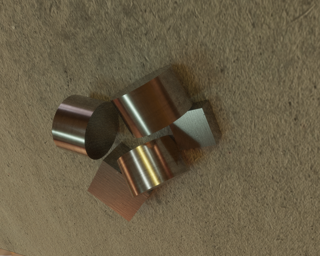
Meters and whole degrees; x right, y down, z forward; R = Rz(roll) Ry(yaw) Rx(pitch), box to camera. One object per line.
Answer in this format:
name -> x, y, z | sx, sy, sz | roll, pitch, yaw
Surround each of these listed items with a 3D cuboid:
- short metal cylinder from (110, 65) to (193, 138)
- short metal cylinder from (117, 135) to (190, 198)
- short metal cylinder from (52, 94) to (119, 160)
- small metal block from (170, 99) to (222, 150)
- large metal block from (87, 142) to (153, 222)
short metal cylinder -> -0.010, -0.031, 0.357 | 0.080, 0.080, 0.050 | -20, 108, 35
short metal cylinder -> -0.008, 0.049, 0.397 | 0.080, 0.081, 0.050 | -35, 75, 38
short metal cylinder -> -0.099, -0.002, 0.422 | 0.050, 0.080, 0.079 | 14, 124, 20
small metal block -> 0.042, -0.003, 0.383 | 0.050, 0.025, 0.050 | -11, 113, 33
large metal block -> -0.052, 0.082, 0.469 | 0.080, 0.050, 0.079 | 36, 129, 4
